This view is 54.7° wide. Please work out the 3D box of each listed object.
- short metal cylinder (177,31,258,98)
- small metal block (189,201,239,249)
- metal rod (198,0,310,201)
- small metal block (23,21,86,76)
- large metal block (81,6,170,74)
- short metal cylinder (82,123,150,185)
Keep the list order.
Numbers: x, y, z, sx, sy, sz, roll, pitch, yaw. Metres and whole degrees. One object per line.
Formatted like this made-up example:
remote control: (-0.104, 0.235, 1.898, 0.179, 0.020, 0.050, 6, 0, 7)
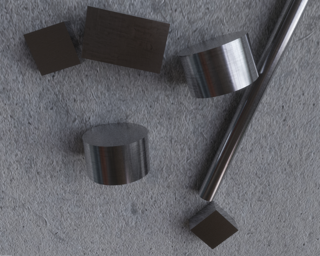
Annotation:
short metal cylinder: (0.066, -0.073, 0.355, 0.080, 0.080, 0.050, -18, 109, 6)
small metal block: (0.080, 0.145, 0.465, 0.050, 0.025, 0.050, -43, 105, 14)
metal rod: (0.116, -0.034, 0.398, 0.025, 0.025, 0.298, 18, 109, -7)
small metal block: (-0.125, -0.096, 0.373, 0.050, 0.025, 0.050, -16, 110, 5)
large metal block: (-0.035, -0.100, 0.343, 0.081, 0.080, 0.050, 11, 110, -5)
short metal cylinder: (-0.054, 0.030, 0.391, 0.081, 0.080, 0.050, -3, 110, 0)
